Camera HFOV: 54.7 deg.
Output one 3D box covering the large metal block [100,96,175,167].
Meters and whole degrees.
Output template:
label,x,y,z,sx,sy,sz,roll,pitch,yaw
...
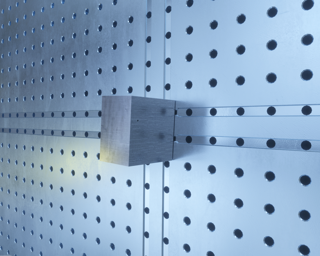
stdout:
label,x,y,z,sx,sy,sz,roll,pitch,yaw
large metal block,-0.027,0.002,0.393,0.050,0.081,0.079,5,93,39
